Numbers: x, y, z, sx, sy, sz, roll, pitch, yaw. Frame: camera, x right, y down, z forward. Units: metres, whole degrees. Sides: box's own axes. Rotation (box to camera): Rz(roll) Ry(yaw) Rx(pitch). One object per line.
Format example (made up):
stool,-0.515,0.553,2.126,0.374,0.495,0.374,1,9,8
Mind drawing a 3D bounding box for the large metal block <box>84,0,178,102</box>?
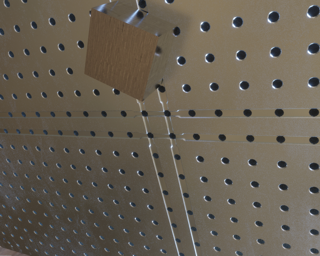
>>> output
large metal block,-0.035,-0.090,0.359,0.080,0.050,0.079,26,128,11
